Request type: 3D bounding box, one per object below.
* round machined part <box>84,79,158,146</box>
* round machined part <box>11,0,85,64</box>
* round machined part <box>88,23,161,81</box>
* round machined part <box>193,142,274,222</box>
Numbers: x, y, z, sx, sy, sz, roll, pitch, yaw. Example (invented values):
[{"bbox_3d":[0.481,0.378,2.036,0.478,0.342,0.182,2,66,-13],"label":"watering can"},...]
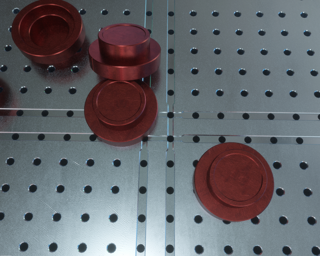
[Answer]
[{"bbox_3d":[-0.052,-0.028,0.413,0.099,0.042,0.098,0,70,0],"label":"round machined part"},{"bbox_3d":[-0.158,-0.135,0.451,0.099,0.042,0.098,0,70,0],"label":"round machined part"},{"bbox_3d":[-0.048,-0.109,0.421,0.099,0.042,0.098,1,42,-1],"label":"round machined part"},{"bbox_3d":[0.091,0.064,0.380,0.099,0.042,0.098,0,70,0],"label":"round machined part"}]
